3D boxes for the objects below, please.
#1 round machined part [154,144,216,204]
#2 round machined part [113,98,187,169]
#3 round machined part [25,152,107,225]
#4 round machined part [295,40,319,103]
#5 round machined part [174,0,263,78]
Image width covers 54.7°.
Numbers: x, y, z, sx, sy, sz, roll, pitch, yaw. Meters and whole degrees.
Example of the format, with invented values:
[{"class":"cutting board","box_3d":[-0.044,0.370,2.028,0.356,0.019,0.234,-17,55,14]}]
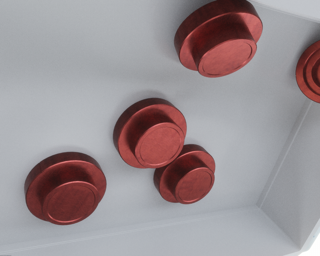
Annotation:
[{"class":"round machined part","box_3d":[0.044,0.077,0.471,0.099,0.042,0.097,-14,125,-21]},{"class":"round machined part","box_3d":[-0.007,0.014,0.404,0.099,0.042,0.097,-14,125,-21]},{"class":"round machined part","box_3d":[-0.114,0.082,0.387,0.099,0.042,0.097,-14,125,-21]},{"class":"round machined part","box_3d":[0.259,-0.084,0.460,0.042,0.098,0.097,-10,127,-53]},{"class":"round machined part","box_3d":[0.069,-0.093,0.350,0.099,0.042,0.098,-14,157,-6]}]
